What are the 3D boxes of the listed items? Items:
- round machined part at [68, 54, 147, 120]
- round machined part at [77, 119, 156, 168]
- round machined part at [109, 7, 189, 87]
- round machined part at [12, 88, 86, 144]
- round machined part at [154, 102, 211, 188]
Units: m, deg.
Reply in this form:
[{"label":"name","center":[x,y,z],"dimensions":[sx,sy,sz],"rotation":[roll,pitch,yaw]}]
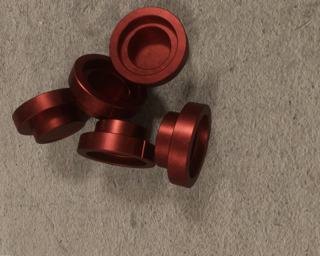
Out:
[{"label":"round machined part","center":[-0.069,-0.047,0.398],"dimensions":[0.098,0.099,0.042],"rotation":[48,128,13]},{"label":"round machined part","center":[-0.051,0.019,0.390],"dimensions":[0.098,0.098,0.042],"rotation":[3,72,19]},{"label":"round machined part","center":[-0.011,-0.100,0.398],"dimensions":[0.098,0.042,0.097],"rotation":[-1,85,13]},{"label":"round machined part","center":[-0.141,-0.011,0.418],"dimensions":[0.098,0.098,0.042],"rotation":[-29,81,17]},{"label":"round machined part","center":[0.026,0.017,0.361],"dimensions":[0.042,0.098,0.097],"rotation":[12,94,19]}]
